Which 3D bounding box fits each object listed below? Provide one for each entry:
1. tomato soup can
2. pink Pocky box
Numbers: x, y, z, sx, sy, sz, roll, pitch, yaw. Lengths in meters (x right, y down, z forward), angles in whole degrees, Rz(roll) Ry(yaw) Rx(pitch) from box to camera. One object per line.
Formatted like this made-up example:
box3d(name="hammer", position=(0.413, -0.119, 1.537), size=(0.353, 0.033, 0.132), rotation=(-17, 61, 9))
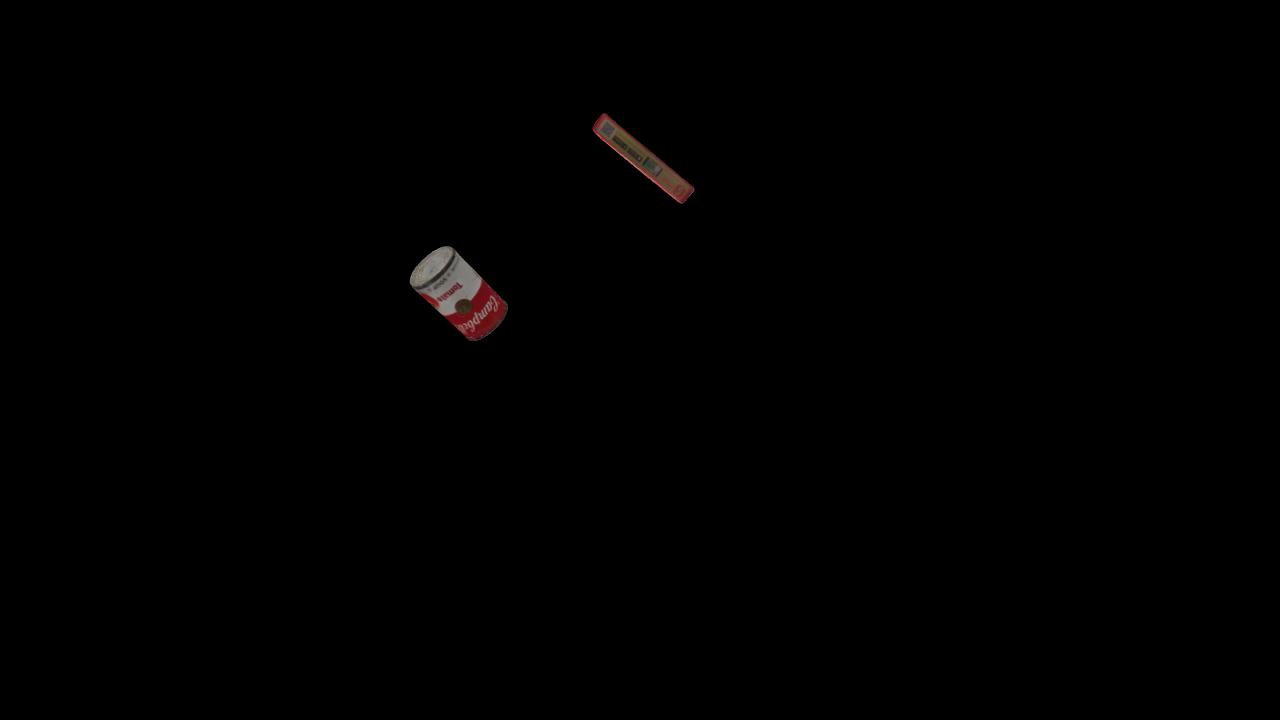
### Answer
box3d(name="tomato soup can", position=(-0.219, -0.081, 0.747), size=(0.068, 0.068, 0.101), rotation=(0, -37, 39))
box3d(name="pink Pocky box", position=(0.006, -0.273, 0.841), size=(0.155, 0.029, 0.084), rotation=(37, 13, -9))
